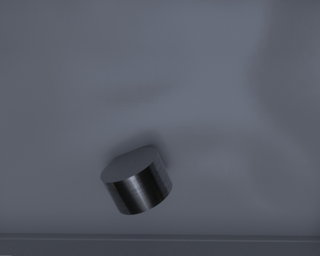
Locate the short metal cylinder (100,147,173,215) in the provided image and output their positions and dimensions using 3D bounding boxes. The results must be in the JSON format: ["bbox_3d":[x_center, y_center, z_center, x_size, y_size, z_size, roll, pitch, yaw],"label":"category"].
[{"bbox_3d":[-0.030,0.067,0.406,0.080,0.080,0.050,-21,109,8],"label":"short metal cylinder"}]
